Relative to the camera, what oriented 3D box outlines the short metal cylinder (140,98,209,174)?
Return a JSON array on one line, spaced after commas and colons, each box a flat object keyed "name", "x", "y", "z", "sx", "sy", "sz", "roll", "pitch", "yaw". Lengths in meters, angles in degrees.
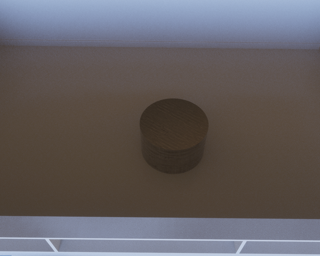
[{"name": "short metal cylinder", "x": 0.016, "y": 0.009, "z": 0.381, "sx": 0.081, "sy": 0.050, "sz": 0.080, "roll": 0, "pitch": 50, "yaw": 0}]
